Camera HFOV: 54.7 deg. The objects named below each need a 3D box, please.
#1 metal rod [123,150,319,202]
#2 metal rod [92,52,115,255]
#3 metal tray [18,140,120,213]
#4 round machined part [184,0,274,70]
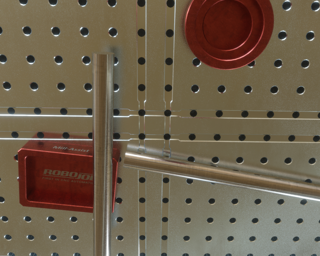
[{"bbox_3d":[0.099,0.070,0.440,0.302,0.025,0.025,11,110,-5],"label":"metal rod"},{"bbox_3d":[-0.074,0.055,0.400,0.025,0.025,0.298,3,110,-2],"label":"metal rod"},{"bbox_3d":[-0.126,0.070,0.434,0.131,0.030,0.089,7,110,-3],"label":"metal tray"},{"bbox_3d":[0.077,-0.120,0.361,0.099,0.042,0.097,0,110,-1],"label":"round machined part"}]
